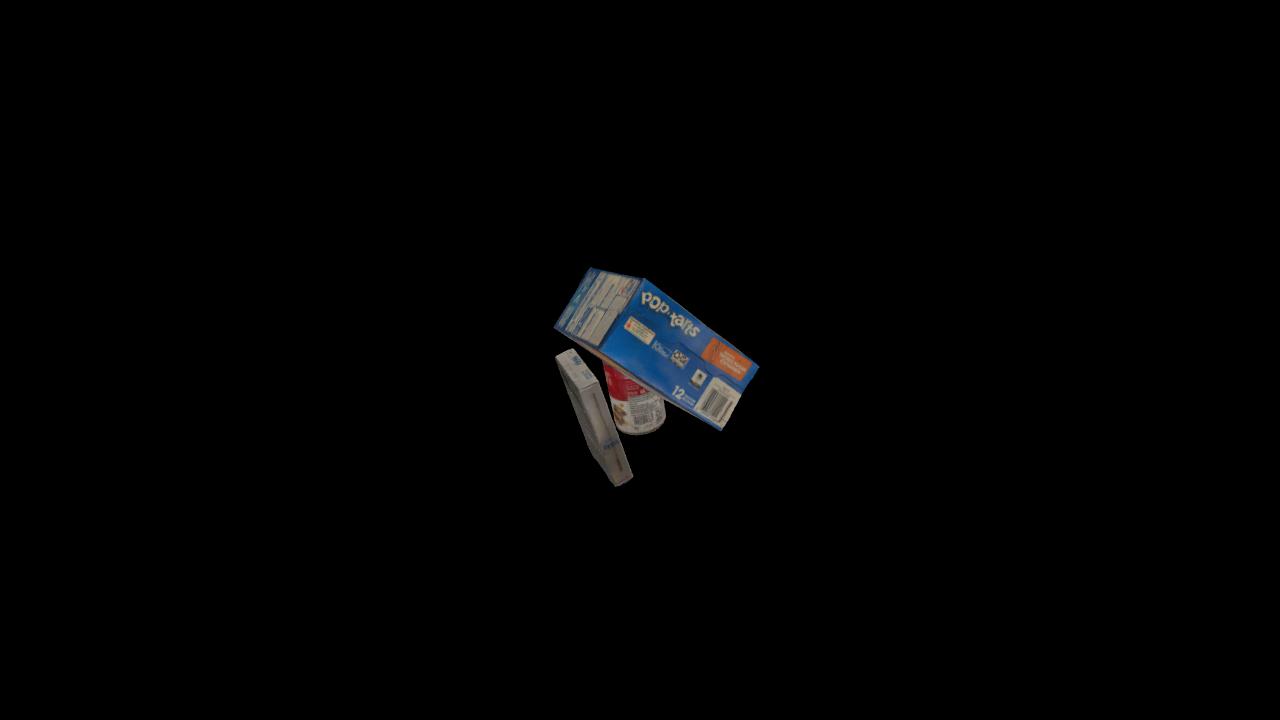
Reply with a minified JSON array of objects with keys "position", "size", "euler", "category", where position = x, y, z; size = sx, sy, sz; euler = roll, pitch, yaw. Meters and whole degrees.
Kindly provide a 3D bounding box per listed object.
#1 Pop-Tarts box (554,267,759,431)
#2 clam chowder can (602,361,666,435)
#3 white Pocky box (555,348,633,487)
[{"position":[0.014,-0.015,0.652],"size":[0.167,0.083,0.141],"euler":[35,-5,-28],"category":"Pop-Tarts box"},{"position":[-0.006,0.034,0.762],"size":[0.068,0.102,0.068],"euler":[-8,28,4],"category":"clam chowder can"},{"position":[-0.053,0.068,0.711],"size":[0.028,0.154,0.084],"euler":[-27,37,-14],"category":"white Pocky box"}]
